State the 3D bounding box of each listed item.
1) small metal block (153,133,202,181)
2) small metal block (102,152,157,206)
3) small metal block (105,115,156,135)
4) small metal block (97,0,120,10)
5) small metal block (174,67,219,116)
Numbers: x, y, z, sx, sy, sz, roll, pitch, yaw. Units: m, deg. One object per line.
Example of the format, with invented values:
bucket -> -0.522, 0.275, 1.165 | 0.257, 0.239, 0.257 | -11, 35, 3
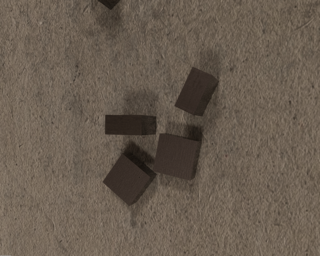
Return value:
small metal block -> 0.023, 0.036, 0.400 | 0.050, 0.025, 0.050 | 12, 94, 19
small metal block -> -0.041, 0.069, 0.422 | 0.050, 0.025, 0.050 | 38, 102, 15
small metal block -> -0.037, -0.004, 0.408 | 0.050, 0.050, 0.025 | 1, 91, 19
small metal block -> -0.085, -0.197, 0.425 | 0.025, 0.050, 0.050 | -42, 77, 15
small metal block -> 0.046, -0.043, 0.379 | 0.025, 0.050, 0.050 | 27, 99, 17
